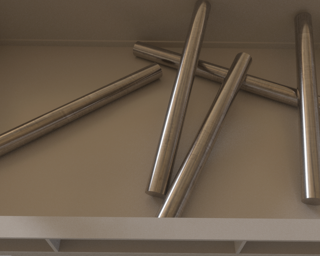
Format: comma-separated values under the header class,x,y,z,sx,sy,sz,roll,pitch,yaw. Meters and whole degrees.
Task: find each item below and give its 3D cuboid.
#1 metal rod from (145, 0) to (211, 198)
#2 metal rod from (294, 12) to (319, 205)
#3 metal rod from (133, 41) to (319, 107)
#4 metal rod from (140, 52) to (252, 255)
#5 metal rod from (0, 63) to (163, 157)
class,x,y,z,sx,sy,sz,roll,pitch,yaw
metal rod,0.030,-0.056,0.409,0.025,0.025,0.300,11,64,8
metal rod,0.197,-0.046,0.414,0.025,0.025,0.300,9,60,7
metal rod,0.096,-0.081,0.474,0.301,0.025,0.025,21,53,16
metal rod,0.057,0.010,0.379,0.025,0.025,0.301,21,58,16
metal rod,-0.124,-0.021,0.420,0.302,0.025,0.025,-30,56,-23
